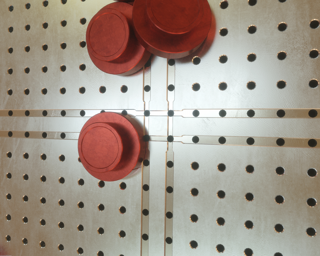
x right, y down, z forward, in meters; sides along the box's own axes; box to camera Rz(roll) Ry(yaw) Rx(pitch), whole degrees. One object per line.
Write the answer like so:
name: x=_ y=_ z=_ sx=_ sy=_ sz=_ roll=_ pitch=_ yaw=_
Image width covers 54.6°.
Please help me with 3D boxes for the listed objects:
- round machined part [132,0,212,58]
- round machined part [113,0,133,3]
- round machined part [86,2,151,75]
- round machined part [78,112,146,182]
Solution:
round machined part: x=0.016 y=-0.138 z=0.378 sx=0.099 sy=0.042 sz=0.098 roll=1 pitch=82 yaw=-6
round machined part: x=-0.041 y=-0.218 z=0.419 sx=0.098 sy=0.042 sz=0.097 roll=0 pitch=90 yaw=20
round machined part: x=-0.061 y=-0.122 z=0.421 sx=0.098 sy=0.042 sz=0.097 roll=1 pitch=93 yaw=24
round machined part: x=-0.073 y=0.026 z=0.430 sx=0.098 sy=0.042 sz=0.097 roll=0 pitch=90 yaw=20
